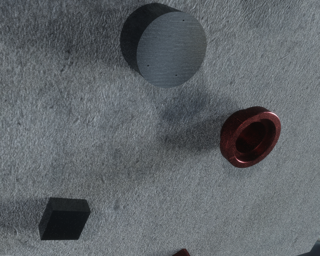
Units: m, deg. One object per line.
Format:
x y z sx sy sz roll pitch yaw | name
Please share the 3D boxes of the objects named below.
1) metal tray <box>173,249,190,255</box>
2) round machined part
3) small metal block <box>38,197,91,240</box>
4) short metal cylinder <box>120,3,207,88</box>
0.012 0.299 0.597 0.131 0.030 0.090 -30 129 -9 | metal tray
0.133 0.010 0.477 0.099 0.042 0.097 -14 125 -21 | round machined part
-0.128 0.122 0.414 0.050 0.025 0.050 14 111 -34 | small metal block
0.003 -0.090 0.338 0.081 0.050 0.079 -14 125 -21 | short metal cylinder
